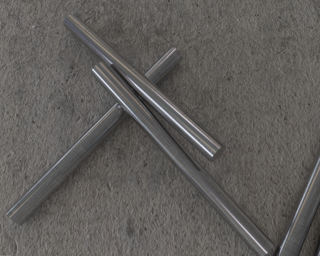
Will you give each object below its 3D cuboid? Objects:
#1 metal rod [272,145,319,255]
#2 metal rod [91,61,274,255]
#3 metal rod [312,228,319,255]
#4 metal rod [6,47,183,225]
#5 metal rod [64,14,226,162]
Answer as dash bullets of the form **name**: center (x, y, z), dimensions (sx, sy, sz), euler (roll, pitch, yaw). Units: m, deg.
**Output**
- **metal rod**: center (0.188, 0.076, 0.381), dimensions (0.025, 0.025, 0.300), euler (29, 72, 10)
- **metal rod**: center (0.021, 0.031, 0.380), dimensions (0.025, 0.025, 0.300), euler (-41, 81, -13)
- **metal rod**: center (0.196, 0.134, 0.360), dimensions (0.025, 0.025, 0.300), euler (25, 72, 8)
- **metal rod**: center (-0.075, 0.000, 0.407), dimensions (0.025, 0.025, 0.301), euler (39, 74, 13)
- **metal rod**: center (-0.035, -0.065, 0.405), dimensions (0.025, 0.025, 0.300), euler (-40, 65, -13)
